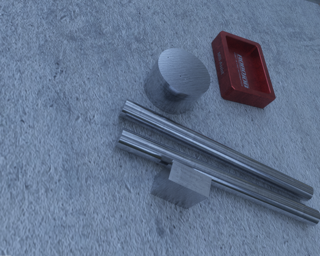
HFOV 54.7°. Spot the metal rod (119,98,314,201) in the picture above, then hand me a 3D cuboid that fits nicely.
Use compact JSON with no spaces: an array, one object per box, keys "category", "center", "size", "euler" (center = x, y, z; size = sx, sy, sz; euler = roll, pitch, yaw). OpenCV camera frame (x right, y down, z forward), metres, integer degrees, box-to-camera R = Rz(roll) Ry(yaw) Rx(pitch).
[{"category":"metal rod","center":[0.086,0.036,0.428],"size":[0.301,0.025,0.025],"euler":[25,53,-13]}]

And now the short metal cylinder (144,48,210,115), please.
[{"category":"short metal cylinder","center":[0.024,-0.066,0.441],"size":[0.081,0.050,0.080],"euler":[14,56,-21]}]

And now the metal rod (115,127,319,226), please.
[{"category":"metal rod","center":[0.085,0.069,0.407],"size":[0.302,0.025,0.025],"euler":[24,53,-14]}]

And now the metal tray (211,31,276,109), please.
[{"category":"metal tray","center":[0.143,-0.102,0.540],"size":[0.091,0.030,0.130],"euler":[11,57,-23]}]

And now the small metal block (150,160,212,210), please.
[{"category":"small metal block","center":[0.024,0.067,0.359],"size":[0.050,0.050,0.025],"euler":[27,53,-12]}]
